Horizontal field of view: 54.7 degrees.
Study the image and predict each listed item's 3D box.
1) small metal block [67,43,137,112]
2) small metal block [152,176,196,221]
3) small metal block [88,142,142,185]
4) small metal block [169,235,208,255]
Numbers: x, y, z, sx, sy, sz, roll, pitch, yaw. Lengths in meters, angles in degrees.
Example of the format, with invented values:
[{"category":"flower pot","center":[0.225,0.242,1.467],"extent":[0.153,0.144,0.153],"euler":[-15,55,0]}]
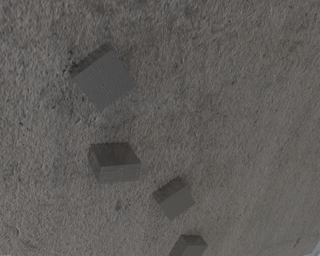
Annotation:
[{"category":"small metal block","center":[-0.063,-0.055,0.338],"extent":[0.050,0.025,0.050],"euler":[-37,129,-3]},{"category":"small metal block","center":[0.023,0.111,0.488],"extent":[0.050,0.025,0.050],"euler":[-33,129,-7]},{"category":"small metal block","center":[-0.057,0.042,0.385],"extent":[0.050,0.050,0.025],"euler":[-1,119,-28]},{"category":"small metal block","center":[0.053,0.228,0.577],"extent":[0.050,0.025,0.050],"euler":[16,110,-35]}]
